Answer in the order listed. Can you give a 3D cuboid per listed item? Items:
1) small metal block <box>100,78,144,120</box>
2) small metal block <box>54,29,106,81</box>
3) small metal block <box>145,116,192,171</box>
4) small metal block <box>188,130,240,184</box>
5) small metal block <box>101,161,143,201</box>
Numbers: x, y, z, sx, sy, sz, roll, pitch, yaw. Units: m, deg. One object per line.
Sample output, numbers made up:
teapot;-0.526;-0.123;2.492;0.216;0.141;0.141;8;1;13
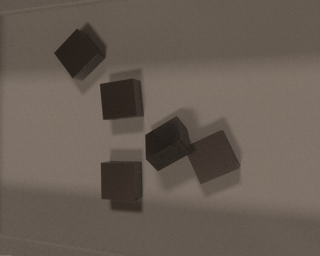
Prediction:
small metal block;-0.052;-0.038;0.428;0.050;0.025;0.050;-6;88;19
small metal block;-0.116;-0.106;0.450;0.050;0.025;0.050;-41;78;15
small metal block;0.009;0.019;0.391;0.050;0.050;0.025;-31;121;17
small metal block;0.065;0.036;0.387;0.050;0.025;0.050;-27;82;17
small metal block;-0.053;0.072;0.428;0.050;0.025;0.050;-1;90;19
